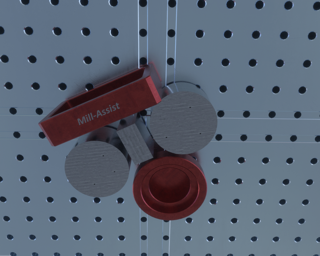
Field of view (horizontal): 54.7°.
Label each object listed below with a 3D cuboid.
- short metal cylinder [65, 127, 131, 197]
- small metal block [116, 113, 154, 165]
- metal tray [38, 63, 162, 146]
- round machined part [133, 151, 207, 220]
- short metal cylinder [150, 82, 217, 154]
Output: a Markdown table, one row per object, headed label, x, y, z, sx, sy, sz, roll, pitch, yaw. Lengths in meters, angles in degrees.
| label | x | y | z | sx | sy | sz | roll | pitch | yaw |
| --- | --- | --- | --- | --- | --- | --- | --- | --- | --- |
| short metal cylinder | -0.079 | 0.044 | 0.411 | 0.081 | 0.050 | 0.079 | 0 | 110 | 0 |
| small metal block | -0.030 | 0.012 | 0.399 | 0.025 | 0.050 | 0.050 | -24 | 109 | 8 |
| metal tray | -0.064 | -0.030 | 0.362 | 0.130 | 0.090 | 0.030 | -22 | 109 | 8 |
| round machined part | 0.013 | 0.075 | 0.428 | 0.099 | 0.042 | 0.097 | 0 | 110 | 0 |
| short metal cylinder | 0.028 | -0.013 | 0.391 | 0.081 | 0.050 | 0.079 | 0 | 110 | 0 |
